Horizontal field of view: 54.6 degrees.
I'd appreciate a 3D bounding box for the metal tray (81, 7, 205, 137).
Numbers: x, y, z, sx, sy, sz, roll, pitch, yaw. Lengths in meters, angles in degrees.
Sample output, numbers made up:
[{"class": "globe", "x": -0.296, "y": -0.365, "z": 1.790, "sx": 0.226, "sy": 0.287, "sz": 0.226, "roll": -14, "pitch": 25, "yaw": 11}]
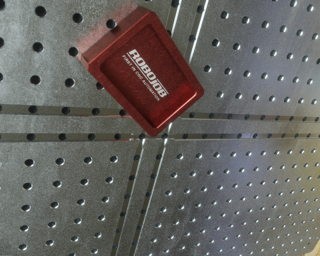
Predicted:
[{"class": "metal tray", "x": -0.014, "y": -0.060, "z": 0.362, "sx": 0.090, "sy": 0.030, "sz": 0.130, "roll": -41, "pitch": 129, "yaw": 0}]
